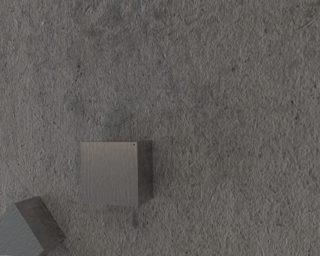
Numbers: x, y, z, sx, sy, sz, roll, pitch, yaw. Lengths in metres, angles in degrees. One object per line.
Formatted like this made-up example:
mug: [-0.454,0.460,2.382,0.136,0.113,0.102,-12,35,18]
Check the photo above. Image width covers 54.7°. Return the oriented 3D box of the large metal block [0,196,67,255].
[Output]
large metal block: [-0.204,0.163,0.468,0.080,0.050,0.080,-42,77,15]

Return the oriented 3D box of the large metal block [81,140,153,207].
large metal block: [-0.056,0.057,0.416,0.080,0.050,0.080,-1,90,20]
